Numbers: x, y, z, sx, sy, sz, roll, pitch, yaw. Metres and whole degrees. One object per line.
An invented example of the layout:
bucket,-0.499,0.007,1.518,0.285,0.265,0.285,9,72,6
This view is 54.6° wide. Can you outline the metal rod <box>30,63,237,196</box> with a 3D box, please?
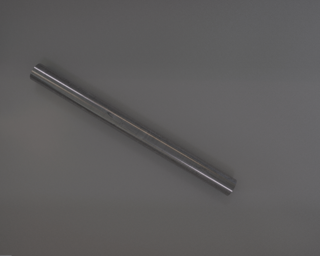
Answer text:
metal rod,-0.034,0.002,0.411,0.301,0.025,0.025,31,90,0
